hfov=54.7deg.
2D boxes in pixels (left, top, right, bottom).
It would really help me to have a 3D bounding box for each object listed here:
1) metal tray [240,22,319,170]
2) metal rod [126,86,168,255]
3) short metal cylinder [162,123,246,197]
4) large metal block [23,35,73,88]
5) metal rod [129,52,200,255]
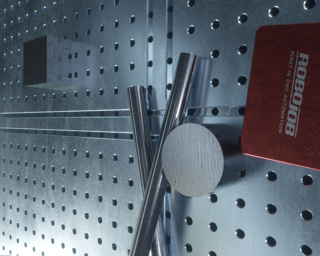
[{"bbox_3d":[0.132,-0.031,0.297,0.090,0.030,0.129,11,97,39],"label":"metal tray"},{"bbox_3d":[-0.013,0.090,0.420,0.025,0.025,0.298,-14,81,39],"label":"metal rod"},{"bbox_3d":[0.049,0.034,0.353,0.080,0.050,0.079,0,90,40],"label":"short metal cylinder"},{"bbox_3d":[-0.203,-0.116,0.561,0.080,0.050,0.079,1,91,40],"label":"large metal block"},{"bbox_3d":[0.000,0.056,0.387,0.025,0.025,0.298,17,94,39],"label":"metal rod"}]
